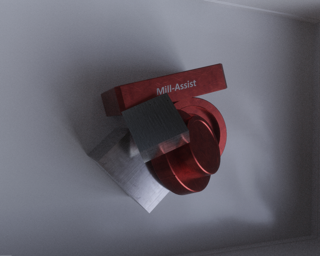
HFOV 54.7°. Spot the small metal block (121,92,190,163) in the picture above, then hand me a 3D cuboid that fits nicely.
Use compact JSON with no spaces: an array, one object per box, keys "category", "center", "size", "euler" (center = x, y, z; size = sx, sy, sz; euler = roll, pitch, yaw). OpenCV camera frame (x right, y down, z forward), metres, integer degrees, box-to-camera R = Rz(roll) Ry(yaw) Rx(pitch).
[{"category":"small metal block","center":[-0.004,-0.001,0.310],"size":[0.050,0.025,0.050],"euler":[-24,60,-6]}]

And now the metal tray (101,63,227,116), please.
[{"category":"metal tray","center":[0.002,-0.045,0.375],"size":[0.131,0.090,0.030],"euler":[-16,96,-20]}]

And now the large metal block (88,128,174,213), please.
[{"category":"large metal block","center":[-0.034,0.046,0.368],"size":[0.050,0.080,0.080],"euler":[-46,105,-14]}]

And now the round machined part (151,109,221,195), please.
[{"category":"round machined part","center":[0.034,0.024,0.352],"size":[0.098,0.042,0.098],"euler":[32,48,-43]}]

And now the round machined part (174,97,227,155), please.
[{"category":"round machined part","center":[0.036,0.009,0.416],"size":[0.099,0.042,0.097],"euler":[0,90,-21]}]
